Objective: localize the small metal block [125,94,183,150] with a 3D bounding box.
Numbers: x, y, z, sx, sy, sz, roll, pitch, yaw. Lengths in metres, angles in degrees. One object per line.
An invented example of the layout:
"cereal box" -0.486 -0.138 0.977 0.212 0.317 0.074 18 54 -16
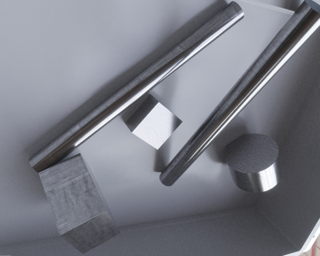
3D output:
"small metal block" -0.008 -0.007 0.402 0.050 0.025 0.050 -49 129 6

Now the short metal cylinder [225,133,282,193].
"short metal cylinder" 0.148 0.055 0.491 0.080 0.080 0.050 -32 129 -8

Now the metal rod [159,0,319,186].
"metal rod" 0.072 -0.012 0.364 0.025 0.025 0.298 2 143 -30

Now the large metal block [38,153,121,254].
"large metal block" -0.093 0.090 0.365 0.050 0.080 0.080 -26 147 -12

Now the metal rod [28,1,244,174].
"metal rod" -0.025 -0.049 0.365 0.301 0.025 0.025 -38 130 -3
